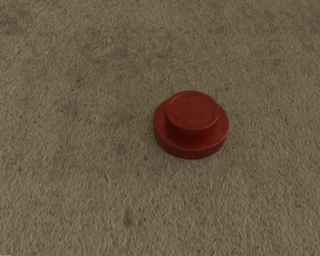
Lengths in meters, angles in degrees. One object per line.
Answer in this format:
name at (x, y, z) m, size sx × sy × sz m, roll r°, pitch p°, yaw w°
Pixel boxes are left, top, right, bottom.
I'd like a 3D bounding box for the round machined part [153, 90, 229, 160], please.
round machined part at (0.040, -0.011, 0.402) m, size 0.099 × 0.042 × 0.098 m, roll 0°, pitch 50°, yaw 0°
